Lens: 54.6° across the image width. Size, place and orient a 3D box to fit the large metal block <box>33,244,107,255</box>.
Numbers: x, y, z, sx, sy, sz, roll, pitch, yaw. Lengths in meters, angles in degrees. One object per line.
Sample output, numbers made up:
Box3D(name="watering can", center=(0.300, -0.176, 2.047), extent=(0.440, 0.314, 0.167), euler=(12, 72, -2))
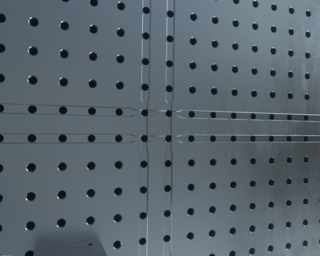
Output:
Box3D(name="large metal block", center=(-0.107, 0.186, 0.360), extent=(0.081, 0.050, 0.080), euler=(4, 89, -20))
